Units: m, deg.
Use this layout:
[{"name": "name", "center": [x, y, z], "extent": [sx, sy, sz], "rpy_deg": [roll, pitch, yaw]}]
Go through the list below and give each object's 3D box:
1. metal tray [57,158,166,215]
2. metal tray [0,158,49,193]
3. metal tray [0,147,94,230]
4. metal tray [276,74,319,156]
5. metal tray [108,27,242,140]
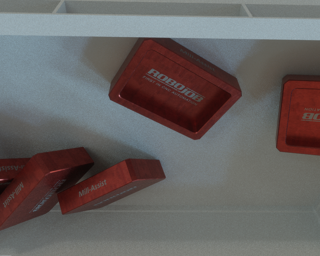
[{"name": "metal tray", "center": [-0.068, 0.084, 0.444], "extent": [0.130, 0.030, 0.090], "rpy_deg": [-28, 162, 21]}, {"name": "metal tray", "center": [-0.217, 0.076, 0.419], "extent": [0.090, 0.030, 0.131], "rpy_deg": [-38, 158, 26]}, {"name": "metal tray", "center": [-0.162, 0.082, 0.424], "extent": [0.130, 0.090, 0.030], "rpy_deg": [-45, 73, 21]}, {"name": "metal tray", "center": [0.207, -0.013, 0.357], "extent": [0.130, 0.030, 0.089], "rpy_deg": [5, 112, 17]}, {"name": "metal tray", "center": [0.018, -0.046, 0.366], "extent": [0.131, 0.030, 0.090], "rpy_deg": [25, 125, -21]}]
